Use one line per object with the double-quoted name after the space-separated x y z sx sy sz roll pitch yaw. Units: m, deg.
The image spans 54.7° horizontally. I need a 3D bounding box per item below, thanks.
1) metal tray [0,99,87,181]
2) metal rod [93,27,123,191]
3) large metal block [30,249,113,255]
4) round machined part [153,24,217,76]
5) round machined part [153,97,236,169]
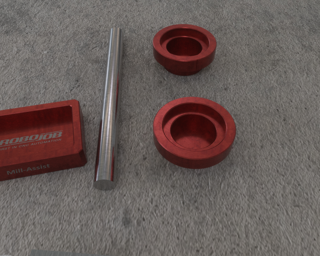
-0.162 0.014 0.386 0.131 0.030 0.090 -10 51 -8 "metal tray"
-0.069 -0.050 0.444 0.025 0.025 0.300 -2 50 -2 "metal rod"
-0.073 0.153 0.258 0.080 0.050 0.080 4 50 3 "large metal block"
0.038 -0.120 0.494 0.099 0.042 0.098 0 50 0 "round machined part"
0.041 0.010 0.384 0.099 0.042 0.098 0 50 0 "round machined part"
